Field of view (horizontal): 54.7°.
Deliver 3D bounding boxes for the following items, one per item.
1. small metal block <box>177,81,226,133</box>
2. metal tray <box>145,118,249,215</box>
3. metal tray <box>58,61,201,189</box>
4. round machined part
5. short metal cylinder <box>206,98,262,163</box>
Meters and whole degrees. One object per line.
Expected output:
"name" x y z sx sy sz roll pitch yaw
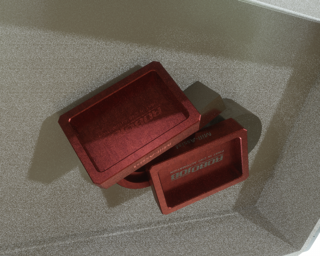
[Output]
"small metal block" 0.048 -0.029 0.400 0.050 0.050 0.025 -38 130 -5
"metal tray" 0.050 0.050 0.402 0.131 0.030 0.089 -21 126 -11
"metal tray" -0.032 -0.005 0.342 0.131 0.090 0.030 -32 161 -8
"round machined part" -0.025 0.028 0.402 0.099 0.042 0.097 -14 125 -21
"short metal cylinder" 0.098 0.004 0.448 0.081 0.050 0.079 -14 125 -21
